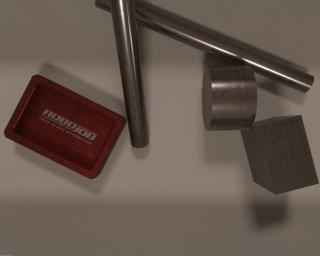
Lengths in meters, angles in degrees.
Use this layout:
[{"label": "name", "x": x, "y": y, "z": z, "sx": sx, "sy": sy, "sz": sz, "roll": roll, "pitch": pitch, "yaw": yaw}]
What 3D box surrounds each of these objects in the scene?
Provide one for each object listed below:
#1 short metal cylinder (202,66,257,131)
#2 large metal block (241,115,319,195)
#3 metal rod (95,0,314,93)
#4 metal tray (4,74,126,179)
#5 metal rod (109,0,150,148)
[{"label": "short metal cylinder", "x": 0.083, "y": -0.037, "z": 0.385, "sx": 0.050, "sy": 0.080, "sz": 0.079, "roll": -1, "pitch": 90, "yaw": 0}, {"label": "large metal block", "x": 0.144, "y": 0.030, "z": 0.386, "sx": 0.050, "sy": 0.080, "sz": 0.080, "roll": -15, "pitch": 90, "yaw": 0}, {"label": "metal rod", "x": 0.059, "y": -0.115, "z": 0.412, "sx": 0.301, "sy": 0.025, "sz": 0.025, "roll": 22, "pitch": 90, "yaw": -1}, {"label": "metal tray", "x": -0.122, "y": -0.002, "z": 0.407, "sx": 0.131, "sy": 0.030, "sz": 0.090, "roll": 27, "pitch": 90, "yaw": -1}, {"label": "metal rod", "x": -0.037, "y": -0.107, "z": 0.336, "sx": 0.025, "sy": 0.025, "sz": 0.298, "roll": -5, "pitch": 121, "yaw": 0}]
